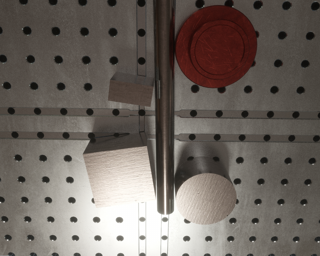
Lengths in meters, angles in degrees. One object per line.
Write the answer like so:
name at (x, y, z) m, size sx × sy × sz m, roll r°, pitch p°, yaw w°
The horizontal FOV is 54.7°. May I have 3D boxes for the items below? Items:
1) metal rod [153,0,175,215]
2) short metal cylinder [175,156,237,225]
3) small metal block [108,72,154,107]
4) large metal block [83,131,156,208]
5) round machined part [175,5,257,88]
metal rod at (0.006, -0.019, 0.406) m, size 0.025 × 0.025 × 0.298 m, roll -1°, pitch 110°, yaw 0°
short metal cylinder at (0.061, 0.086, 0.433) m, size 0.081 × 0.050 × 0.079 m, roll 0°, pitch 110°, yaw -1°
small metal block at (-0.034, -0.049, 0.382) m, size 0.050 × 0.050 × 0.025 m, roll 8°, pitch 110°, yaw -3°
large metal block at (-0.051, 0.056, 0.420) m, size 0.080 × 0.050 × 0.079 m, roll -7°, pitch 110°, yaw 2°
round machined part at (0.067, -0.095, 0.370) m, size 0.099 × 0.042 × 0.097 m, roll 0°, pitch 110°, yaw -1°
